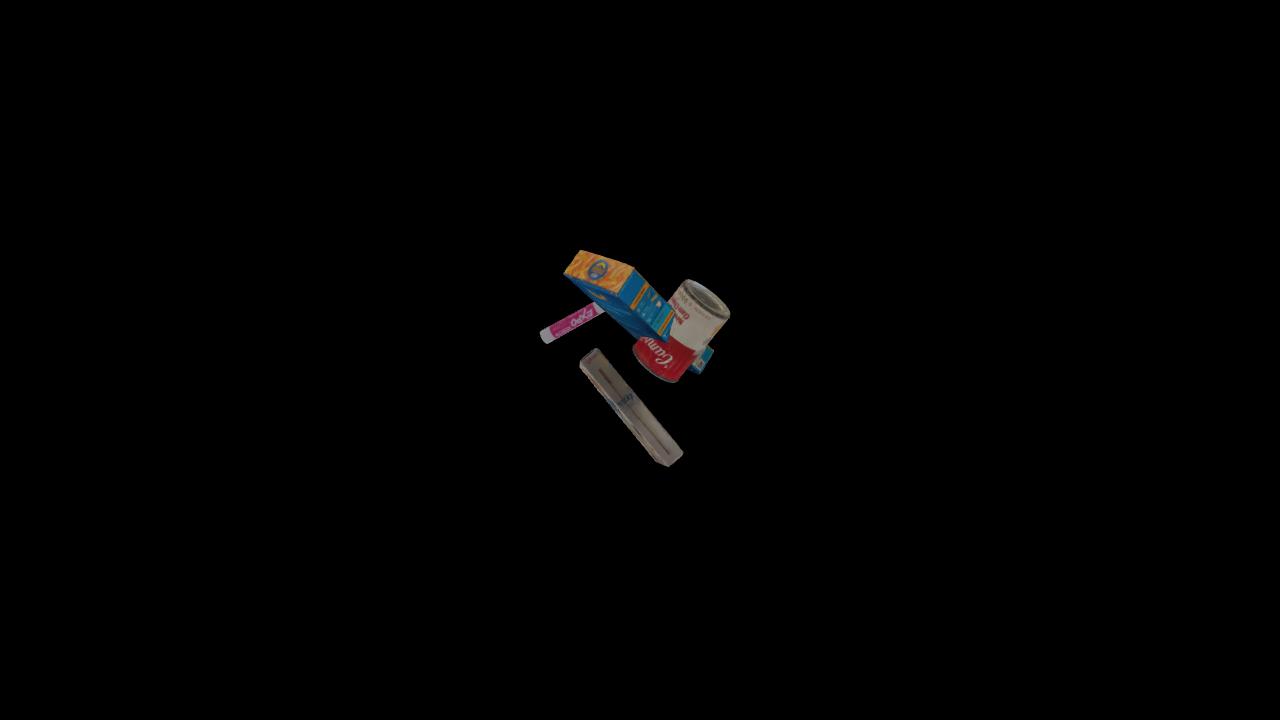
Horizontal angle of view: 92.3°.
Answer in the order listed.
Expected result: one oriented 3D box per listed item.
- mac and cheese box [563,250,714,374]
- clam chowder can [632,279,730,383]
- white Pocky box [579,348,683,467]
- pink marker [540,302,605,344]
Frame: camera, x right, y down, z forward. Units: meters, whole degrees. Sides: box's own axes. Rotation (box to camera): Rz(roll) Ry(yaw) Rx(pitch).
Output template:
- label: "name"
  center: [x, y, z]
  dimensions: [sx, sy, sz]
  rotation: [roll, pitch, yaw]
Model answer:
- label: "mac and cheese box"
  center: [0.003, -0.051, 0.702]
  dimensions: [0.093, 0.041, 0.184]
  rotation: [27, -9, 42]
- label: "clam chowder can"
  center: [0.047, -0.033, 0.704]
  dimensions: [0.068, 0.102, 0.068]
  rotation: [32, 23, -15]
- label: "white Pocky box"
  center: [-0.013, 0.055, 0.715]
  dimensions: [0.028, 0.154, 0.084]
  rotation: [-39, 0, -8]
- label: "pink marker"
  center: [-0.068, -0.055, 0.751]
  dimensions: [0.121, 0.020, 0.020]
  rotation: [-27, -8, 15]
